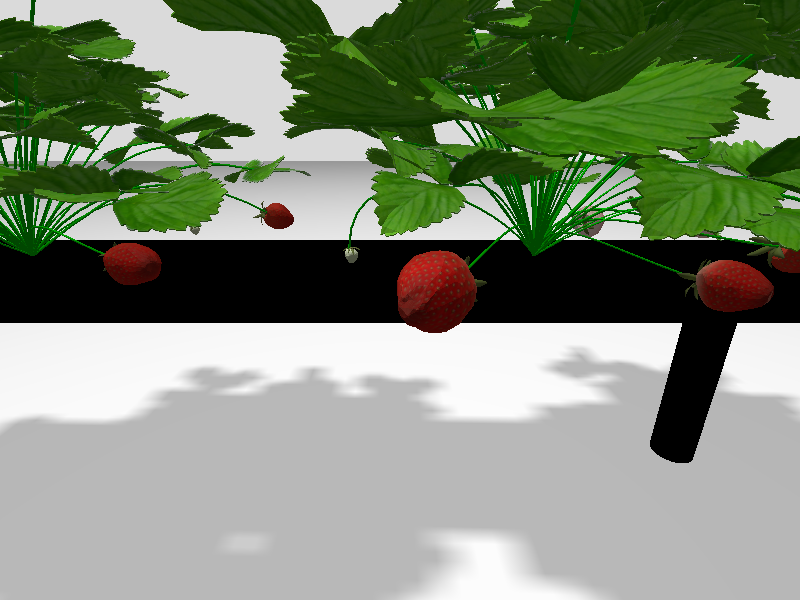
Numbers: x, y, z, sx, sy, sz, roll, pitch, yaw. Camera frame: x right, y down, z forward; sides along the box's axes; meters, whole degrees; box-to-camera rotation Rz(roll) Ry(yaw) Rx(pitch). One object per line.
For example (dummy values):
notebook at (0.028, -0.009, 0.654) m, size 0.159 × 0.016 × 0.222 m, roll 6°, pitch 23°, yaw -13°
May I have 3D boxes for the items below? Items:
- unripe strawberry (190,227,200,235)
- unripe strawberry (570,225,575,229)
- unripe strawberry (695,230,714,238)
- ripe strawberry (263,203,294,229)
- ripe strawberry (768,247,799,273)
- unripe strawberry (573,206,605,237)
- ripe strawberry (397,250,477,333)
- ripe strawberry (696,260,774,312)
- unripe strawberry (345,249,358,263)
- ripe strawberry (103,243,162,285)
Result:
unripe strawberry at (-0.226, -0.077, 0.442) m, size 0.010 × 0.010 × 0.011 m, roll -17°, pitch 27°, yaw -38°
unripe strawberry at (0.213, -0.093, 0.488) m, size 0.011 × 0.011 × 0.010 m, roll 13°, pitch 25°, yaw 31°
unripe strawberry at (0.326, -0.080, 0.425) m, size 0.029 × 0.028 × 0.031 m, roll -7°, pitch 22°, yaw -19°
ripe strawberry at (-0.141, -0.097, 0.468) m, size 0.035 × 0.030 × 0.035 m, roll 10°, pitch 12°, yaw -37°
ripe strawberry at (0.306, -0.040, 0.300) m, size 0.041 × 0.043 × 0.038 m, roll 6°, pitch 22°, yaw 15°
unripe strawberry at (0.208, -0.087, 0.440) m, size 0.032 × 0.034 × 0.035 m, roll 19°, pitch 27°, yaw 40°
ripe strawberry at (0.015, -0.002, 0.205) m, size 0.042 × 0.044 × 0.046 m, roll 13°, pitch 25°, yaw 31°
ripe strawberry at (0.192, -0.008, 0.230) m, size 0.035 × 0.030 × 0.035 m, roll -11°, pitch 24°, yaw -27°
unripe strawberry at (-0.037, -0.033, 0.302) m, size 0.010 × 0.011 × 0.011 m, roll -7°, pitch 22°, yaw -18°
ripe strawberry at (-0.182, -0.025, 0.277) m, size 0.034 × 0.029 × 0.034 m, roll 12°, pitch 24°, yaw 27°
